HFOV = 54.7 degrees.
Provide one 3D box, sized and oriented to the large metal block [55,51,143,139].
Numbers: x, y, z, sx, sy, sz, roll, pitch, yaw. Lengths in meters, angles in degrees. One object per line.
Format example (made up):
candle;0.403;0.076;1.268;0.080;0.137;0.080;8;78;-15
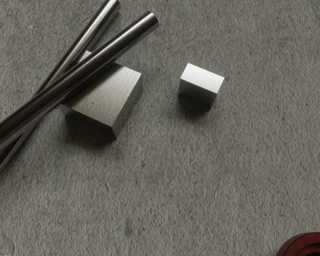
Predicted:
large metal block;-0.077;-0.043;0.410;0.080;0.050;0.080;24;72;8

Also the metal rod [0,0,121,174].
metal rod;-0.142;-0.069;0.431;0.025;0.025;0.300;27;72;9

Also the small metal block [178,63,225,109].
small metal block;0.054;-0.055;0.416;0.050;0.050;0.025;24;72;8

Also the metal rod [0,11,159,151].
metal rod;-0.119;-0.045;0.370;0.301;0.025;0.025;-42;76;-14

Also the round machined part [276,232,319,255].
round machined part;0.173;0.166;0.340;0.099;0.042;0.098;0;70;-1
